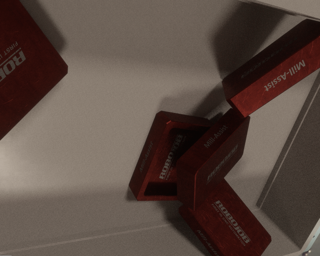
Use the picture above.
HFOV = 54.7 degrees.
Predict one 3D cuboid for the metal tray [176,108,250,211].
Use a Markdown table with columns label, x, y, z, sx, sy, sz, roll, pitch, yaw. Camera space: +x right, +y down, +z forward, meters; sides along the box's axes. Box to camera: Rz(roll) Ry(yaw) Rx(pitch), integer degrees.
| label | x | y | z | sx | sy | sz | roll | pitch | yaw |
| --- | --- | --- | --- | --- | --- | --- | --- | --- | --- |
| metal tray | 0.075 | 0.042 | 0.434 | 0.131 | 0.030 | 0.089 | -40 | 145 | -31 |

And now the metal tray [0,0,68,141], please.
| label | x | y | z | sx | sy | sz | roll | pitch | yaw |
| --- | --- | --- | --- | --- | --- | --- | --- | --- | --- |
| metal tray | -0.151 | -0.042 | 0.259 | 0.130 | 0.030 | 0.090 | -55 | 136 | -27 |

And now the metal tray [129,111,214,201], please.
| label | x | y | z | sx | sy | sz | roll | pitch | yaw |
| --- | --- | --- | --- | --- | --- | --- | --- | --- | --- |
| metal tray | 0.019 | 0.044 | 0.444 | 0.091 | 0.030 | 0.129 | 8 | 114 | -32 |

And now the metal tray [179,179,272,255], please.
| label | x | y | z | sx | sy | sz | roll | pitch | yaw |
| --- | --- | --- | --- | --- | --- | --- | --- | --- | --- |
| metal tray | 0.102 | 0.150 | 0.481 | 0.091 | 0.130 | 0.030 | -32 | 170 | -37 |

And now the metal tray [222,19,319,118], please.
| label | x | y | z | sx | sy | sz | roll | pitch | yaw |
| --- | --- | --- | --- | --- | --- | --- | --- | --- | --- |
| metal tray | 0.139 | -0.074 | 0.373 | 0.130 | 0.090 | 0.030 | -36 | 105 | 20 |
